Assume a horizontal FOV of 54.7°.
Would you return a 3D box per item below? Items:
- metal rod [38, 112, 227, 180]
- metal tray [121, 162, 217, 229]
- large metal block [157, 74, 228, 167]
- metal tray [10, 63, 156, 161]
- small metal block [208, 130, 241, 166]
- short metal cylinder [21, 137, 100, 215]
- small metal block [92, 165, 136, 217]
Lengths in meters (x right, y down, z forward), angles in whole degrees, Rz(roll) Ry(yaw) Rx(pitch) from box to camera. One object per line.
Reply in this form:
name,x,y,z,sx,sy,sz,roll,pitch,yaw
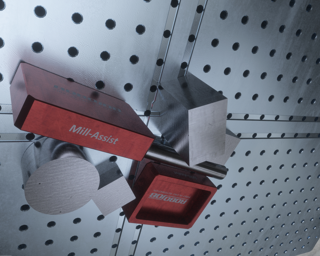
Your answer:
metal rod,-0.013,0.030,0.422,0.302,0.025,0.025,21,107,-36
metal tray,0.017,0.110,0.484,0.131,0.030,0.090,20,108,-36
large metal block,0.039,-0.012,0.391,0.050,0.080,0.079,-17,126,-19
metal tray,-0.078,-0.015,0.316,0.131,0.090,0.030,20,108,-36
small metal block,0.088,0.026,0.475,0.050,0.025,0.050,18,109,-35
short metal cylinder,-0.117,0.054,0.363,0.081,0.050,0.079,-14,124,-21
small metal block,-0.068,0.087,0.429,0.050,0.025,0.050,-29,128,-10
